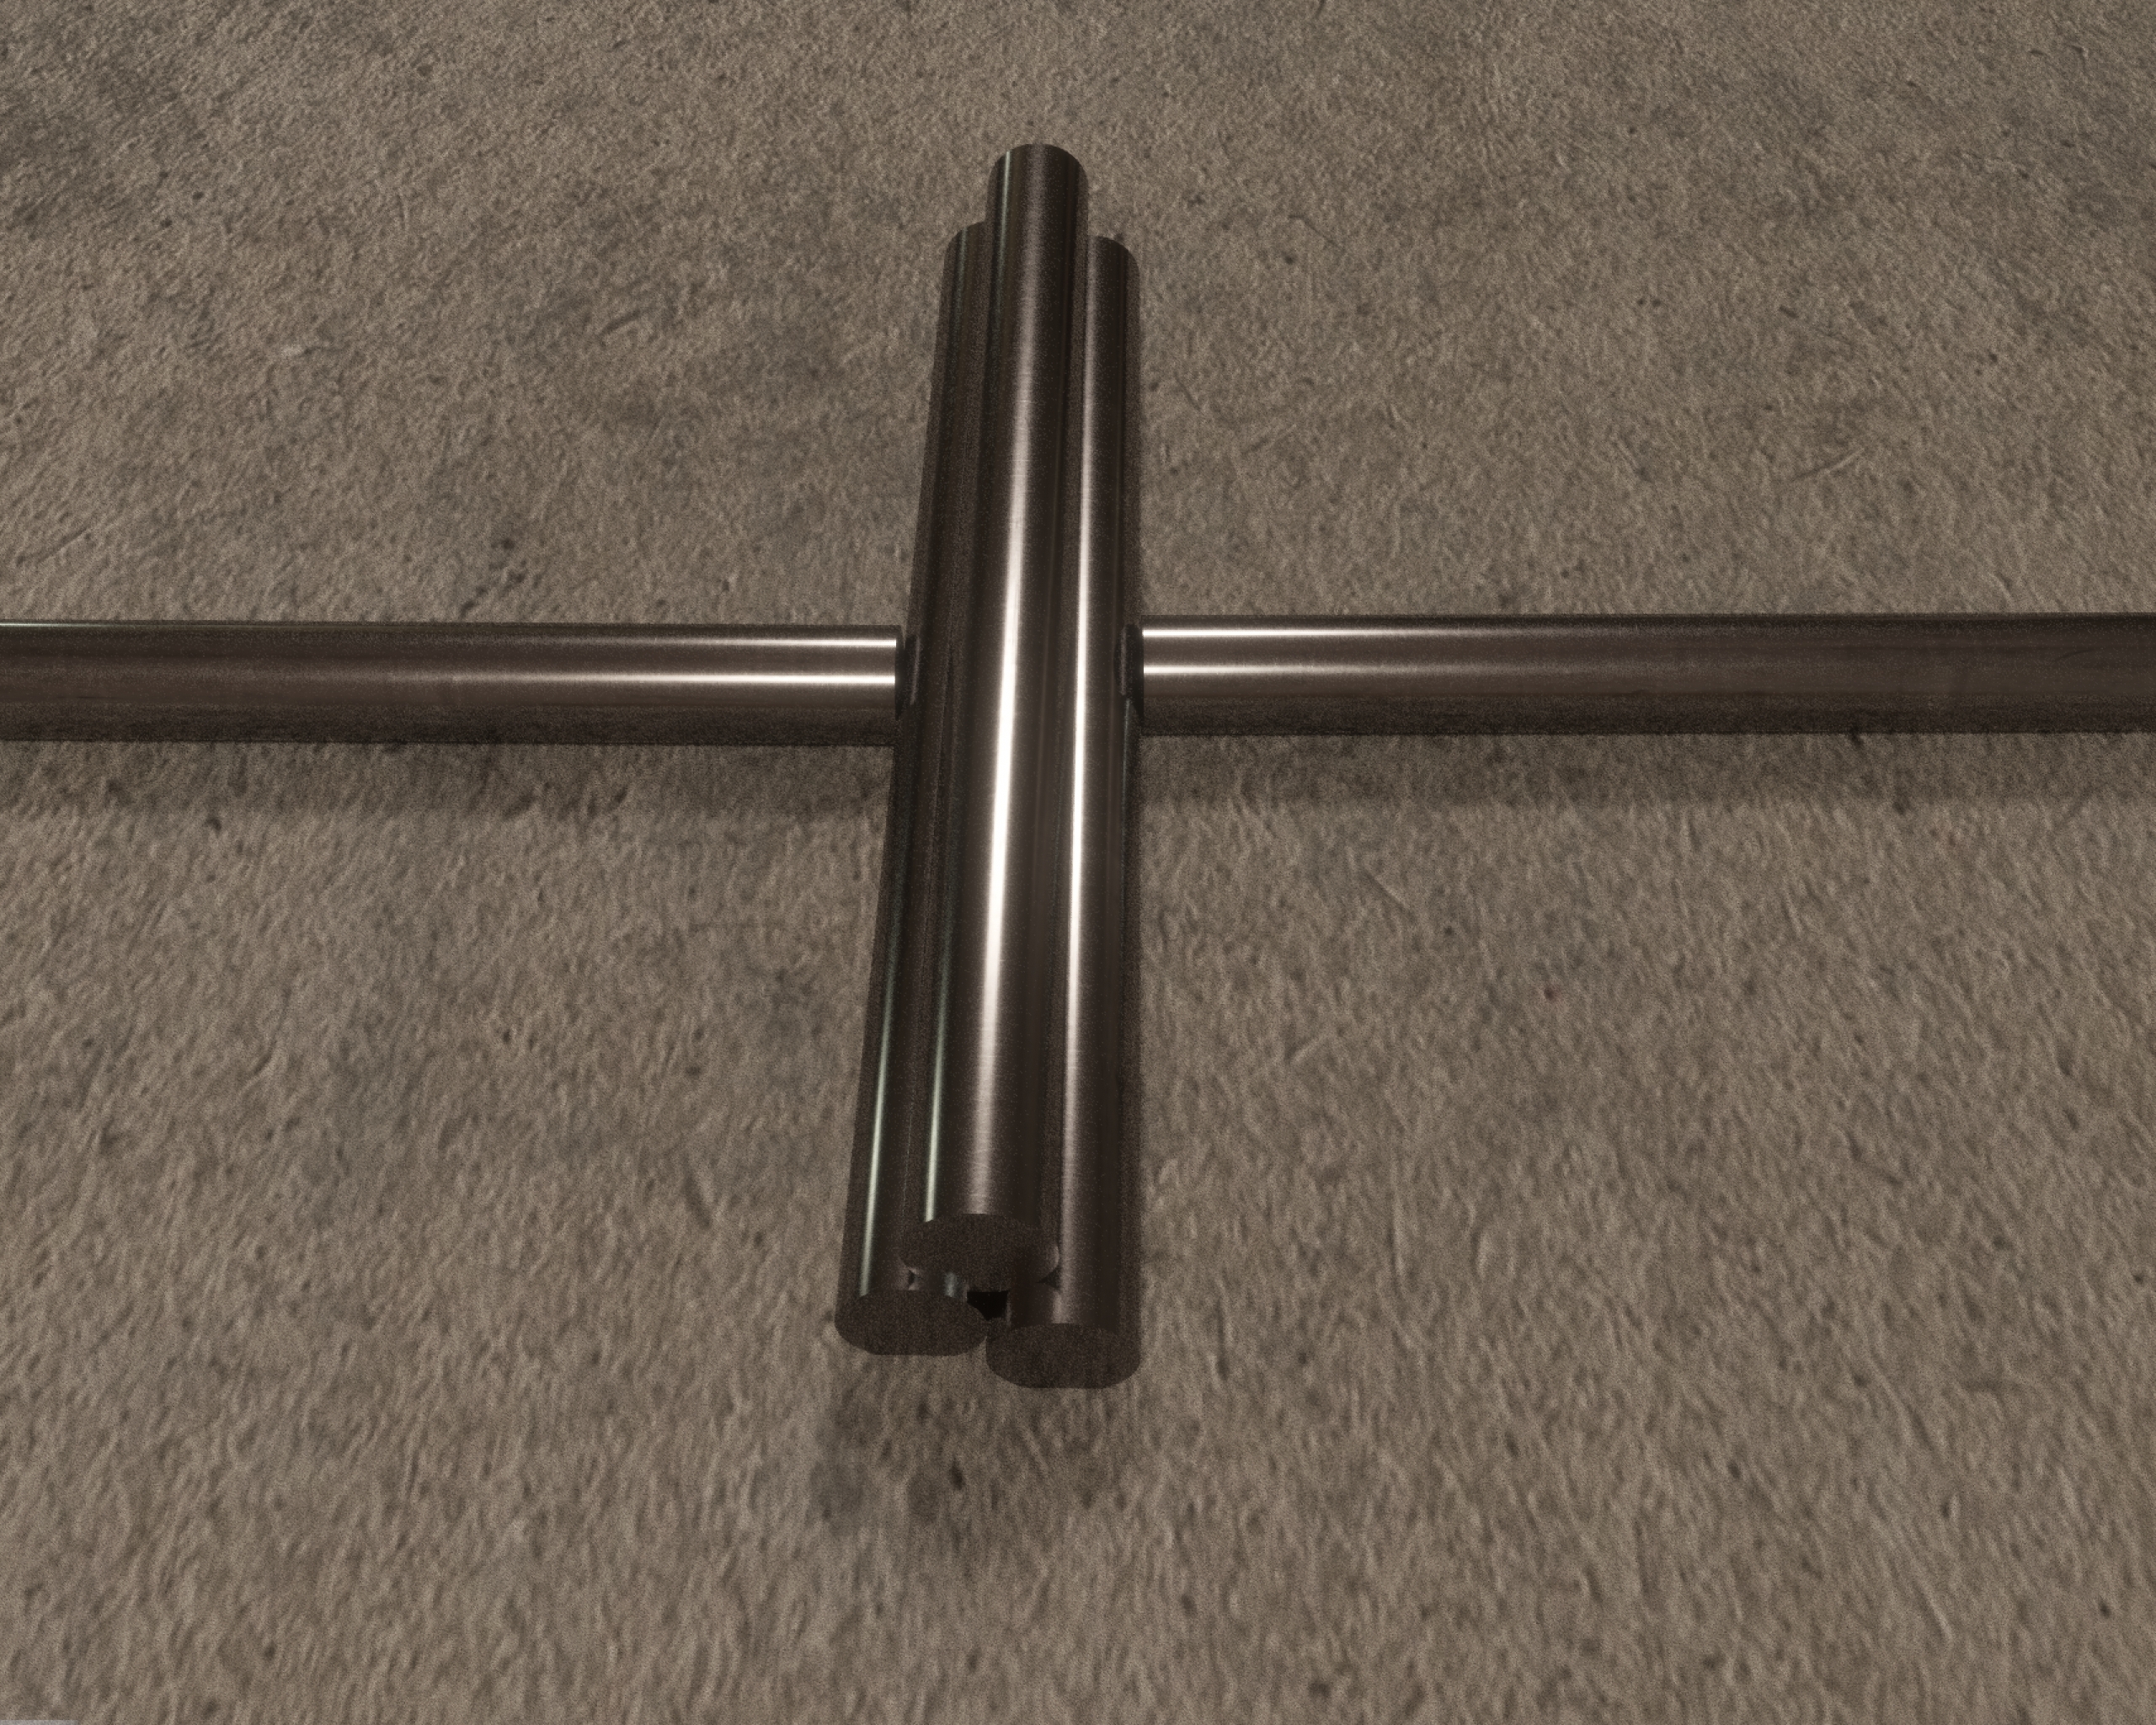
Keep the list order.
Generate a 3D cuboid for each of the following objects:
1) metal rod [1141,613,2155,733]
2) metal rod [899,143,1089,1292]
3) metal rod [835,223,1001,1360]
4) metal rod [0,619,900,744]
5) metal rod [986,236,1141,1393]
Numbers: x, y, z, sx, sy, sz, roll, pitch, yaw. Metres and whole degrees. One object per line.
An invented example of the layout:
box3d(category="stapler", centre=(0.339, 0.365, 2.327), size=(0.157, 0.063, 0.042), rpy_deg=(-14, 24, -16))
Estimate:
box3d(category="metal rod", centre=(0.164, -0.040, 0.440), size=(0.302, 0.025, 0.025), rpy_deg=(0, 50, -1))
box3d(category="metal rod", centre=(-0.013, -0.053, 0.423), size=(0.025, 0.025, 0.300), rpy_deg=(1, 50, 0))
box3d(category="metal rod", centre=(-0.024, -0.039, 0.438), size=(0.025, 0.025, 0.300), rpy_deg=(1, 50, 0))
box3d(category="metal rod", centre=(-0.188, -0.038, 0.434), size=(0.302, 0.025, 0.025), rpy_deg=(0, 50, 0))
box3d(category="metal rod", centre=(0.000, -0.034, 0.434), size=(0.025, 0.025, 0.300), rpy_deg=(1, 50, 0))
